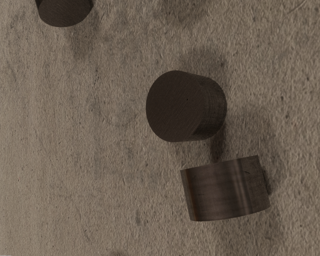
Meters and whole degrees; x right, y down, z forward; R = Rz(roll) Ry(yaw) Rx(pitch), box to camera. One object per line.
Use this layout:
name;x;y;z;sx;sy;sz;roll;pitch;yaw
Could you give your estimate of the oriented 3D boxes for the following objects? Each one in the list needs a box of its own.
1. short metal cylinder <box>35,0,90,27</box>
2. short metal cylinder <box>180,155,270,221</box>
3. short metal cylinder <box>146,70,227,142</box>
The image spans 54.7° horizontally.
short metal cylinder;-0.159;-0.209;0.497;0.080;0.081;0.050;-33;70;35
short metal cylinder;0.065;0.060;0.315;0.080;0.081;0.050;-18;79;38
short metal cylinder;0.030;-0.024;0.362;0.080;0.050;0.079;0;90;39
